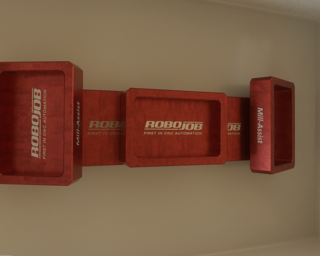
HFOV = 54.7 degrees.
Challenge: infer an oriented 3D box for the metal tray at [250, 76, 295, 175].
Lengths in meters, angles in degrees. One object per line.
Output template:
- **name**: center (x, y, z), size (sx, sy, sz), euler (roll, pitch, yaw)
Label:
- **metal tray**: center (0.164, -0.004, 0.446), size (0.091, 0.030, 0.129), euler (0, 90, -48)

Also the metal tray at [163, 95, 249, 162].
- **metal tray**: center (0.071, 0.001, 0.433), size (0.131, 0.030, 0.089), euler (0, 90, -20)

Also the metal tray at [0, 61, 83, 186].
- **metal tray**: center (-0.133, -0.005, 0.338), size (0.090, 0.030, 0.129), euler (1, 90, 5)

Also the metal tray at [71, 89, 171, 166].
- **metal tray**: center (-0.052, 0.000, 0.388), size (0.131, 0.030, 0.089), euler (0, 90, -20)

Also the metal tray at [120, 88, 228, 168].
- **metal tray**: center (0.019, 0.000, 0.381), size (0.131, 0.030, 0.089), euler (1, 89, -20)
